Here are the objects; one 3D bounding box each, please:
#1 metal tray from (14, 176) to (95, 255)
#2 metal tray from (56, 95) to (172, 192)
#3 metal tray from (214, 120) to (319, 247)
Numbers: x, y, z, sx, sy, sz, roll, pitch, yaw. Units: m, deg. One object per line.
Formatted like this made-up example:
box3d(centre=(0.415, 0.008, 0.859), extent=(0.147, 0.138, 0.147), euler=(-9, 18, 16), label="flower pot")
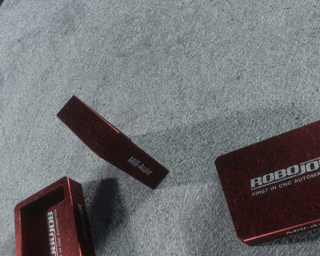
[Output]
box3d(centre=(-0.134, 0.137, 0.386), extent=(0.090, 0.030, 0.130), euler=(-30, 52, 8), label="metal tray")
box3d(centre=(-0.050, 0.021, 0.366), extent=(0.090, 0.130, 0.030), euler=(35, 84, 38), label="metal tray")
box3d(centre=(0.129, 0.051, 0.301), extent=(0.130, 0.030, 0.090), euler=(-22, 53, 15), label="metal tray")
